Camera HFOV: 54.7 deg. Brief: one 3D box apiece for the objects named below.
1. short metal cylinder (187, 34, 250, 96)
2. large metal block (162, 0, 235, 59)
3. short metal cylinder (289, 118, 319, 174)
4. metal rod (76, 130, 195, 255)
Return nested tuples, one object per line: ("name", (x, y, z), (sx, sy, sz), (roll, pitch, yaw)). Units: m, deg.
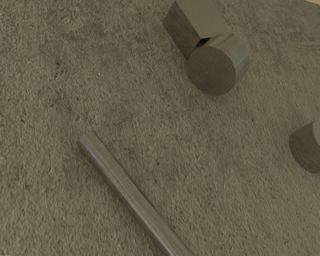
("short metal cylinder", (0.090, -0.096, 0.475), (0.080, 0.080, 0.050), (45, 51, 3))
("large metal block", (0.064, -0.169, 0.525), (0.081, 0.050, 0.080), (-20, 72, -35))
("short metal cylinder", (0.263, 0.029, 0.511), (0.081, 0.050, 0.080), (14, 56, -21))
("metal rod", (0.011, 0.124, 0.333), (0.025, 0.025, 0.300), (-35, 81, -38))
